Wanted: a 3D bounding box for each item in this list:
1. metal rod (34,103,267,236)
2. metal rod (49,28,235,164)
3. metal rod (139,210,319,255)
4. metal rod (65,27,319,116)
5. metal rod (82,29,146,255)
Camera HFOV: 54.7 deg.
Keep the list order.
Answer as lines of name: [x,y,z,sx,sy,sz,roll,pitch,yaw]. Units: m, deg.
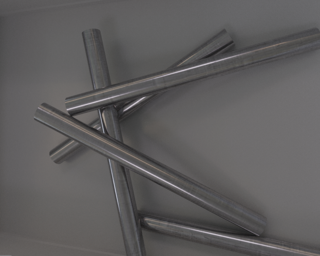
metal rod: [-0.013,0.048,0.375,0.301,0.025,0.025,27,99,2]
metal rod: [-0.035,-0.034,0.422,0.300,0.025,0.025,-33,80,17]
metal rod: [0.106,0.139,0.372,0.301,0.025,0.025,6,92,19]
metal rod: [0.032,-0.064,0.368,0.301,0.025,0.025,-14,85,7]
metal rod: [-0.061,0.018,0.404,0.025,0.025,0.298,-14,85,19]
